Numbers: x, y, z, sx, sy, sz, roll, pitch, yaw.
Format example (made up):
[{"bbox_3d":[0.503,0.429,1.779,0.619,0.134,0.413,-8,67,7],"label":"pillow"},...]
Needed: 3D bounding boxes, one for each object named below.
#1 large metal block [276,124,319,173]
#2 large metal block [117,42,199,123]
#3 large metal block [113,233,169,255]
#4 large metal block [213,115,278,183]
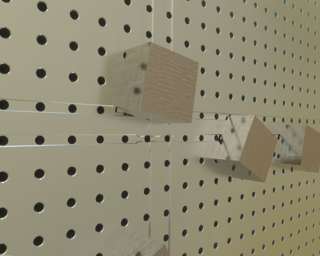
[{"bbox_3d":[0.285,0.042,0.629,0.080,0.050,0.080,20,77,-38],"label":"large metal block"},{"bbox_3d":[-0.001,-0.052,0.391,0.081,0.050,0.080,12,82,-39],"label":"large metal block"},{"bbox_3d":[-0.026,0.189,0.371,0.081,0.050,0.080,-30,109,-36],"label":"large metal block"},{"bbox_3d":[0.143,0.034,0.511,0.080,0.050,0.080,37,67,-34],"label":"large metal block"}]
